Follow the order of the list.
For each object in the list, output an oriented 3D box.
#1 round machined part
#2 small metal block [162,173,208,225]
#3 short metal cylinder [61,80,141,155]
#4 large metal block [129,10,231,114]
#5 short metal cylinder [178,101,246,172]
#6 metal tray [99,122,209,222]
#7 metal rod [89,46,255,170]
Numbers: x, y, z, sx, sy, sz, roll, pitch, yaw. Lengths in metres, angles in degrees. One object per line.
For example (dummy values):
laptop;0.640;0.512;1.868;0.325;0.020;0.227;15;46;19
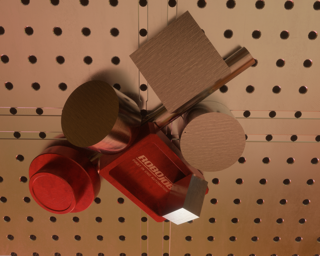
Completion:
round machined part;-0.134;0.076;0.417;0.098;0.042;0.097;7;117;14
small metal block;0.033;0.093;0.403;0.025;0.050;0.050;32;142;-13
short metal cylinder;-0.070;-0.011;0.373;0.080;0.050;0.080;-7;72;24
large metal block;0.025;-0.073;0.361;0.080;0.050;0.080;-35;87;12
short metal cylinder;0.065;0.010;0.404;0.081;0.050;0.079;0;110;0
metal tray;-0.006;0.064;0.419;0.090;0.030;0.130;-36;119;12
metal rod;-0.009;-0.005;0.413;0.300;0.025;0.025;-35;107;12
